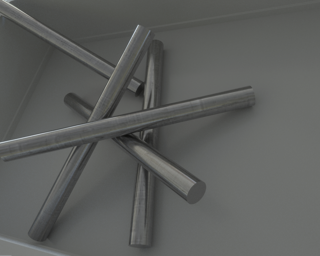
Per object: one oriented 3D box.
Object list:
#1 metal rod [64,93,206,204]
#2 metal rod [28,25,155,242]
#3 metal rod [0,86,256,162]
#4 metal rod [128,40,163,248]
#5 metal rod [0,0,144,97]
[{"bbox_3d":[-0.055,0.008,0.402,0.025,0.025,0.300,-51,44,-8],"label":"metal rod"},{"bbox_3d":[-0.088,0.009,0.395,0.025,0.025,0.299,31,94,37],"label":"metal rod"},{"bbox_3d":[-0.037,-0.005,0.369,0.302,0.025,0.025,-13,55,-1],"label":"metal rod"},{"bbox_3d":[-0.014,-0.001,0.412,0.025,0.025,0.299,-10,57,22],"label":"metal rod"},{"bbox_3d":[-0.154,-0.134,0.489,0.301,0.025,0.025,32,78,12],"label":"metal rod"}]
